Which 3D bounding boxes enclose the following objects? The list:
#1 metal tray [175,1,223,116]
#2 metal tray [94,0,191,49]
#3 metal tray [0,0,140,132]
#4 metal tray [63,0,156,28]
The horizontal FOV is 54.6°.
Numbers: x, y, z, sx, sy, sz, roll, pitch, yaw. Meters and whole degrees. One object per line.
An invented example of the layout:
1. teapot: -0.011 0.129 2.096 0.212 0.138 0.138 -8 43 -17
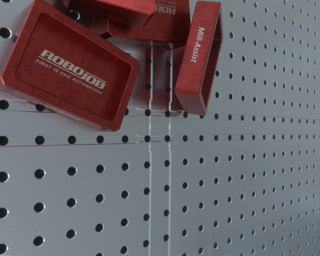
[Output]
1. metal tray: 0.057 -0.091 0.421 0.090 0.030 0.130 48 54 -70
2. metal tray: -0.019 -0.152 0.389 0.131 0.030 0.090 -7 95 -40
3. metal tray: -0.090 -0.059 0.329 0.131 0.030 0.090 26 74 -37
4. metal tray: -0.049 -0.183 0.335 0.091 0.030 0.130 8 77 -22
